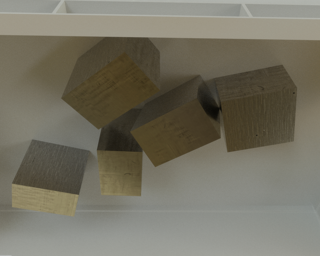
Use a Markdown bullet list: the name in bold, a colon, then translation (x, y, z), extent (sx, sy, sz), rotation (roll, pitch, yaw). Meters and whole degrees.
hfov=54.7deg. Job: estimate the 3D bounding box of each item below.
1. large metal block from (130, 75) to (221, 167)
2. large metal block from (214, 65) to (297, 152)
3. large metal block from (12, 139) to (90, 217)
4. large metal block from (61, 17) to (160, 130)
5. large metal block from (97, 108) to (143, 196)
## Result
- **large metal block**: translation (0.021, -0.010, 0.357), extent (0.080, 0.080, 0.050), rotation (-26, 109, 20)
- **large metal block**: translation (0.114, -0.022, 0.376), extent (0.080, 0.050, 0.080), rotation (-10, 130, 8)
- **large metal block**: translation (-0.148, 0.068, 0.429), extent (0.081, 0.080, 0.050), rotation (13, 129, -11)
- **large metal block**: translation (-0.047, -0.057, 0.323), extent (0.080, 0.080, 0.050), rotation (-30, 124, 23)
- **large metal block**: translation (-0.047, 0.030, 0.398), extent (0.050, 0.080, 0.079), rotation (2, 130, -3)
